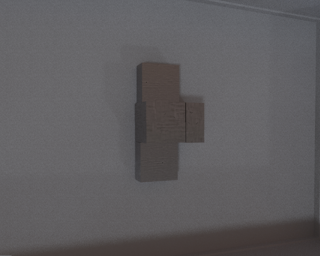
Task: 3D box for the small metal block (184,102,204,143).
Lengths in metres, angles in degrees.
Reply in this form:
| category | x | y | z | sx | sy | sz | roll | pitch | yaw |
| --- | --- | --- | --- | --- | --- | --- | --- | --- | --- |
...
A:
| category | x | y | z | sx | sy | sz | roll | pitch | yaw |
| --- | --- | --- | --- | --- | --- | --- | --- | --- | --- |
| small metal block | 0.035 | -0.007 | 0.408 | 0.025 | 0.050 | 0.050 | 0 | 90 | -20 |

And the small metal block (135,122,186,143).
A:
| category | x | y | z | sx | sy | sz | roll | pitch | yaw |
| --- | --- | --- | --- | --- | --- | --- | --- | --- | --- |
| small metal block | -0.001 | 0.005 | 0.395 | 0.050 | 0.050 | 0.025 | 0 | 90 | -20 |

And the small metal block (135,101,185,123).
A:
| category | x | y | z | sx | sy | sz | roll | pitch | yaw |
| --- | --- | --- | --- | --- | --- | --- | --- | --- | --- |
| small metal block | -0.001 | -0.019 | 0.395 | 0.050 | 0.050 | 0.025 | 0 | 90 | -20 |

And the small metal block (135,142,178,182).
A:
| category | x | y | z | sx | sy | sz | roll | pitch | yaw |
| --- | --- | --- | --- | --- | --- | --- | --- | --- | --- |
| small metal block | -0.005 | 0.043 | 0.407 | 0.050 | 0.025 | 0.050 | 0 | 90 | -20 |

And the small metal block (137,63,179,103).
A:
| category | x | y | z | sx | sy | sz | roll | pitch | yaw |
| --- | --- | --- | --- | --- | --- | --- | --- | --- | --- |
| small metal block | -0.003 | -0.057 | 0.407 | 0.050 | 0.025 | 0.050 | 0 | 90 | -20 |
